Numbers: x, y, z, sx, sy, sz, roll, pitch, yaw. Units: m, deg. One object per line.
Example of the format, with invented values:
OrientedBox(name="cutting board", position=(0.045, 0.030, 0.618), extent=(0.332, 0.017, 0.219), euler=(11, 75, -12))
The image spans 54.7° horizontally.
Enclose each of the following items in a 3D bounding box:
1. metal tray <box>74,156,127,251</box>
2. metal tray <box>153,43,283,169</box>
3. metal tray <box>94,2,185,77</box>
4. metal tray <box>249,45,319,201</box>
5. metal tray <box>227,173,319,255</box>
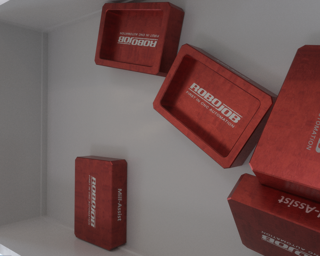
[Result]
OrientedBox(name="metal tray", position=(-0.093, 0.111, 0.481), extent=(0.090, 0.030, 0.129), euler=(1, 91, 40))
OrientedBox(name="metal tray", position=(0.059, -0.028, 0.355), extent=(0.130, 0.030, 0.089), euler=(42, 115, 32))
OrientedBox(name="metal tray", position=(-0.034, -0.124, 0.431), extent=(0.130, 0.030, 0.089), euler=(18, 101, 38))
OrientedBox(name="metal tray", position=(0.139, -0.007, 0.247), extent=(0.090, 0.030, 0.130), euler=(14, 68, 39))
OrientedBox(name="metal tray", position=(0.129, 0.094, 0.262), extent=(0.130, 0.030, 0.090), euler=(15, 143, 39))
